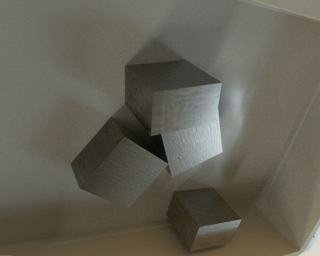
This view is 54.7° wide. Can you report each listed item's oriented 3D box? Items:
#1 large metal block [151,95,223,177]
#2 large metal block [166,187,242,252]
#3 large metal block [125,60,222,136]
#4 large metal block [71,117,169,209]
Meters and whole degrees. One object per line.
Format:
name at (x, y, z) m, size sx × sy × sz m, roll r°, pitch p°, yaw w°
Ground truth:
large metal block at (0.033, 0.007, 0.416) m, size 0.081 × 0.050 × 0.080 m, roll -24°, pitch 128°, yaw -14°
large metal block at (0.069, 0.144, 0.502) m, size 0.081 × 0.080 × 0.050 m, roll 1°, pitch 118°, yaw -29°
large metal block at (0.011, -0.039, 0.357) m, size 0.081 × 0.080 × 0.050 m, roll -11°, pitch 123°, yaw -23°
large metal block at (-0.051, 0.046, 0.394) m, size 0.080 × 0.050 × 0.080 m, roll -49°, pitch 129°, yaw 6°
